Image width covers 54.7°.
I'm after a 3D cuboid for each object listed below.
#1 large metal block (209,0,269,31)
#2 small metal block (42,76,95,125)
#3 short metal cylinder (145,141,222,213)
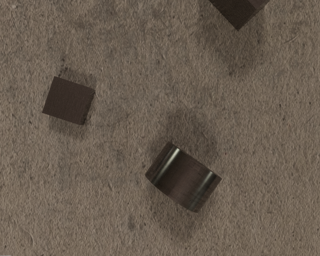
[{"bbox_3d":[0.098,-0.178,0.384,0.050,0.080,0.080,-43,91,0],"label":"large metal block"},{"bbox_3d":[-0.119,-0.035,0.408,0.050,0.025,0.050,18,90,-1],"label":"small metal block"},{"bbox_3d":[0.029,0.059,0.383,0.080,0.080,0.050,35,90,-1],"label":"short metal cylinder"}]
